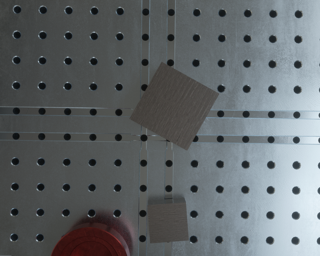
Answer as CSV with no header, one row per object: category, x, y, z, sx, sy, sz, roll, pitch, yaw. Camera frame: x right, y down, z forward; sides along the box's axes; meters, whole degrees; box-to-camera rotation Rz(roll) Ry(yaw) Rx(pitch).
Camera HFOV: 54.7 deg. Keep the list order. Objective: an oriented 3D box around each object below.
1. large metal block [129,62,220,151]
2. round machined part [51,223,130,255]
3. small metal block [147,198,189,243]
large metal block,0.018,-0.027,0.401,0.080,0.050,0.080,29,90,0
round machined part,-0.088,0.172,0.404,0.099,0.042,0.097,0,90,0
small metal block,0.011,0.123,0.413,0.050,0.025,0.050,-4,90,0
